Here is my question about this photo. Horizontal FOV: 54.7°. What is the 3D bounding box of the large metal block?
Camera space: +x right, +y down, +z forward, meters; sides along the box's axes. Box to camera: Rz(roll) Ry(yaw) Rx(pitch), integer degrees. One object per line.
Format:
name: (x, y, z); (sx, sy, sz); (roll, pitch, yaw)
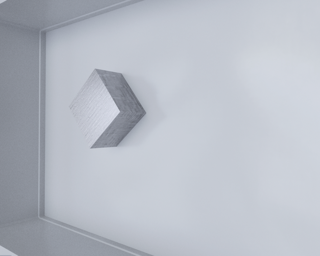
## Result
large metal block: (-0.079, -0.027, 0.453); (0.080, 0.050, 0.080); (-47, 63, 30)
